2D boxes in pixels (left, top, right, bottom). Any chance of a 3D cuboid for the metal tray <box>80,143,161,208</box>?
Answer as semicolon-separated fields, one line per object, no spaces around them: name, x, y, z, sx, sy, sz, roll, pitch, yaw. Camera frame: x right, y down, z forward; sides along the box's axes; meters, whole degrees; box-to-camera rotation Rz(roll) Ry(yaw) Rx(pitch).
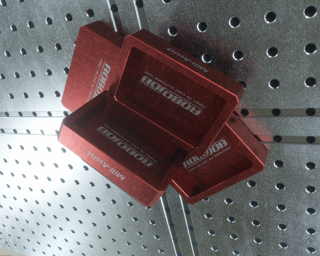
metal tray;-0.056;0.058;0.447;0.130;0.030;0.090;36;154;3

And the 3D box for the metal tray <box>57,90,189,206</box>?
metal tray;-0.038;0.018;0.359;0.130;0.090;0.030;35;129;4

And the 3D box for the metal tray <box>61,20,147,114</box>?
metal tray;-0.073;-0.060;0.407;0.090;0.030;0.129;33;129;5

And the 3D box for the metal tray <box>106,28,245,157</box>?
metal tray;0.012;-0.037;0.338;0.130;0.030;0.089;31;128;7

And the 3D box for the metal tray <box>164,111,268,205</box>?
metal tray;0.057;0.038;0.398;0.090;0.030;0.129;47;129;-6
